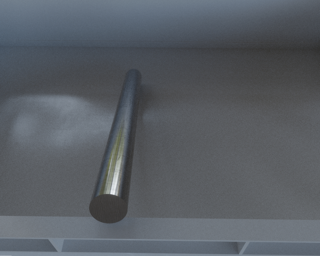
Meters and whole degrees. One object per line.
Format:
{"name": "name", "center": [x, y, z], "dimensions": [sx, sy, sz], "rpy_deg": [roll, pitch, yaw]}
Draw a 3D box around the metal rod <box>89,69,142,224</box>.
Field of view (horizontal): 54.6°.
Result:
{"name": "metal rod", "center": [-0.037, -0.012, 0.338], "dimensions": [0.025, 0.025, 0.300], "rpy_deg": [-1, 26, -1]}
